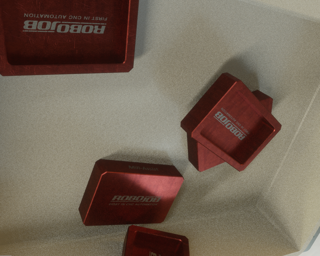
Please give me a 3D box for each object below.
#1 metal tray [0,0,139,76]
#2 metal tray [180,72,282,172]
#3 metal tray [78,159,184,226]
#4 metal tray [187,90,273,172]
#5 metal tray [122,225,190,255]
[{"bbox_3d":[-0.088,-0.099,0.296,0.131,0.030,0.089,-7,122,-25],"label":"metal tray"},{"bbox_3d":[0.100,-0.003,0.420,0.130,0.030,0.090,34,99,-39],"label":"metal tray"},{"bbox_3d":[-0.039,0.095,0.444,0.131,0.030,0.089,10,114,-33],"label":"metal tray"},{"bbox_3d":[0.105,0.004,0.468,0.131,0.030,0.089,-19,126,-18],"label":"metal tray"},{"bbox_3d":[-0.007,0.193,0.403,0.091,0.130,0.030,14,118,-7],"label":"metal tray"}]
